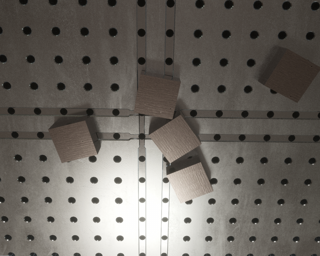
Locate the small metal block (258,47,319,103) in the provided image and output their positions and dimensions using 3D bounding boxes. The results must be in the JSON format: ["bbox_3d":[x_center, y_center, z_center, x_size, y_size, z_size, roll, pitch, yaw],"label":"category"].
[{"bbox_3d":[0.163,-0.067,0.391,0.050,0.025,0.050,26,108,-10],"label":"small metal block"}]

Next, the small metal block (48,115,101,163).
[{"bbox_3d":[-0.114,0.014,0.417,0.050,0.025,0.050,-14,110,4],"label":"small metal block"}]

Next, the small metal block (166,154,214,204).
[{"bbox_3d":[0.042,0.073,0.441,0.050,0.025,0.050,-23,109,7],"label":"small metal block"}]

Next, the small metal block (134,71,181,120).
[{"bbox_3d":[-0.004,-0.042,0.398,0.050,0.025,0.050,11,110,-5],"label":"small metal block"}]

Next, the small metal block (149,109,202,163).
[{"bbox_3d":[0.020,0.011,0.418,0.050,0.025,0.050,-33,107,11],"label":"small metal block"}]
